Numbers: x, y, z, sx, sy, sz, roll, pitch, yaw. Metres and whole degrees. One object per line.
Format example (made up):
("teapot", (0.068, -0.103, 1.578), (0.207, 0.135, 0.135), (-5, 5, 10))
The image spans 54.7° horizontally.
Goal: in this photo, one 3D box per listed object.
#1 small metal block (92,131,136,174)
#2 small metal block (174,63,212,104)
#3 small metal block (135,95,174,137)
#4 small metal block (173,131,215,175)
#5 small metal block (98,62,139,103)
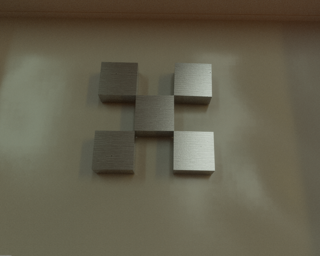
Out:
("small metal block", (-0.057, 0.031, 0.396), (0.050, 0.025, 0.050), (1, 70, 0))
("small metal block", (0.045, -0.062, 0.430), (0.050, 0.025, 0.050), (2, 70, 1))
("small metal block", (-0.007, -0.016, 0.413), (0.050, 0.025, 0.050), (1, 70, 0))
("small metal block", (0.042, 0.032, 0.396), (0.050, 0.025, 0.050), (1, 70, 0))
("small metal block", (-0.056, -0.063, 0.430), (0.050, 0.025, 0.050), (2, 70, 0))
